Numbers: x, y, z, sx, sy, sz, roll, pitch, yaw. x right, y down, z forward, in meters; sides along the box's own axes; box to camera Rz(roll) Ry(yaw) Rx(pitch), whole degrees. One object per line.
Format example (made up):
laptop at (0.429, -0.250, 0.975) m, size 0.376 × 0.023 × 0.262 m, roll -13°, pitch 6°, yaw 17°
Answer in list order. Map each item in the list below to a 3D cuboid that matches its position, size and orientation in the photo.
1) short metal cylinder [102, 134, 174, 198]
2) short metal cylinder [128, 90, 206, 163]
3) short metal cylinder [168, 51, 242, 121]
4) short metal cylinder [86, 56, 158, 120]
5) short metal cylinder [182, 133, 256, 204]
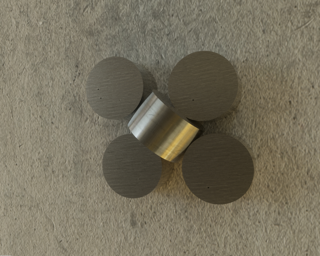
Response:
short metal cylinder at (-0.027, 0.047, 0.404) m, size 0.080 × 0.050 × 0.079 m, roll 0°, pitch 90°, yaw 19°
short metal cylinder at (0.008, -0.003, 0.378) m, size 0.080 × 0.080 × 0.050 m, roll 41°, pitch 103°, yaw 15°
short metal cylinder at (0.056, -0.048, 0.375) m, size 0.080 × 0.050 × 0.079 m, roll 0°, pitch 90°, yaw 19°
short metal cylinder at (-0.050, -0.050, 0.412) m, size 0.080 × 0.050 × 0.079 m, roll 0°, pitch 90°, yaw 19°
short metal cylinder at (0.072, 0.046, 0.370) m, size 0.080 × 0.050 × 0.079 m, roll 0°, pitch 90°, yaw 19°
